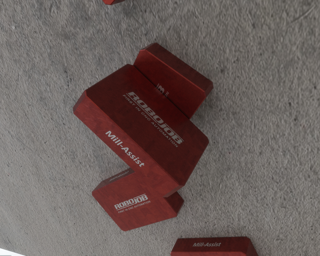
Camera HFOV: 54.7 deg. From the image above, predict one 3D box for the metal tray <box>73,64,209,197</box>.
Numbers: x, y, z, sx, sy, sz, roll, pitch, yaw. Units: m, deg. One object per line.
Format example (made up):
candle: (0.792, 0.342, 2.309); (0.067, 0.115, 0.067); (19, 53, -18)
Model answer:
metal tray: (-0.015, -0.002, 0.331); (0.130, 0.090, 0.030); (44, 129, -3)

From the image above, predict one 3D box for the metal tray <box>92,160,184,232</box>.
metal tray: (-0.038, 0.111, 0.492); (0.130, 0.030, 0.090); (-29, 103, 37)

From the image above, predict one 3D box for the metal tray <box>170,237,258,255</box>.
metal tray: (0.092, 0.217, 0.489); (0.130, 0.030, 0.090); (-16, 110, 34)

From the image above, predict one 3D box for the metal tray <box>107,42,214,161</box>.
metal tray: (-0.006, -0.028, 0.389); (0.090, 0.030, 0.129); (36, 129, 4)

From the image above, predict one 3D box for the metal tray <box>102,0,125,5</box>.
metal tray: (-0.060, -0.204, 0.308); (0.090, 0.030, 0.130); (-32, 101, 38)
